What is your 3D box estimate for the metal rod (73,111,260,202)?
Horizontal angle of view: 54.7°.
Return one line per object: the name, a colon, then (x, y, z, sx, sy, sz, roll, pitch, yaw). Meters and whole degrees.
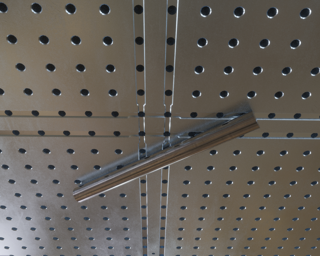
metal rod: (-0.003, 0.048, 0.452, 0.300, 0.025, 0.025, -25, 126, 19)
